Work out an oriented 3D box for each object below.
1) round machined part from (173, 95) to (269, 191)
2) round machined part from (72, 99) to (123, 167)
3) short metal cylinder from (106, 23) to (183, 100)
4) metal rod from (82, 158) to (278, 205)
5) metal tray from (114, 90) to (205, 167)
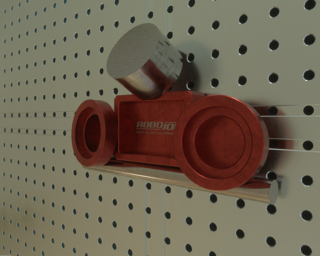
[{"bbox_3d":[0.067,0.015,0.332,0.098,0.042,0.097,-1,88,32],"label":"round machined part"},{"bbox_3d":[-0.090,0.008,0.461,0.098,0.042,0.097,-4,84,48],"label":"round machined part"},{"bbox_3d":[-0.019,-0.082,0.385,0.080,0.050,0.080,-20,52,29],"label":"short metal cylinder"},{"bbox_3d":[-0.002,0.059,0.405,0.300,0.025,0.025,3,92,39],"label":"metal rod"},{"bbox_3d":[-0.005,0.000,0.404,0.130,0.030,0.089,1,91,39],"label":"metal tray"}]
